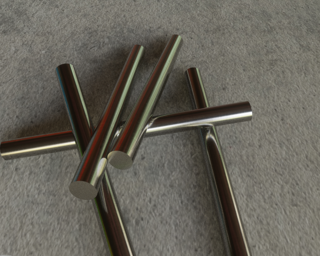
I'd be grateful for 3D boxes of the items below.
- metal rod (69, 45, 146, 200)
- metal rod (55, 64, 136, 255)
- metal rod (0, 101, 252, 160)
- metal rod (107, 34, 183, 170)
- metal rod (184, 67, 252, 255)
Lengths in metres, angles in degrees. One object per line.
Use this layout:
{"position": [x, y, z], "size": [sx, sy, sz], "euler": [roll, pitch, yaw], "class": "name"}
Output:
{"position": [-0.052, -0.035, 0.390], "size": [0.025, 0.025, 0.300], "euler": [5, 37, 4], "class": "metal rod"}
{"position": [-0.067, 0.048, 0.329], "size": [0.025, 0.025, 0.299], "euler": [-17, 62, -14], "class": "metal rod"}
{"position": [-0.040, 0.003, 0.380], "size": [0.302, 0.025, 0.025], "euler": [-9, 51, -1], "class": "metal rod"}
{"position": [-0.006, -0.058, 0.413], "size": [0.025, 0.025, 0.301], "euler": [10, 39, 8], "class": "metal rod"}
{"position": [0.064, 0.031, 0.377], "size": [0.025, 0.025, 0.300], "euler": [-4, 50, -4], "class": "metal rod"}
